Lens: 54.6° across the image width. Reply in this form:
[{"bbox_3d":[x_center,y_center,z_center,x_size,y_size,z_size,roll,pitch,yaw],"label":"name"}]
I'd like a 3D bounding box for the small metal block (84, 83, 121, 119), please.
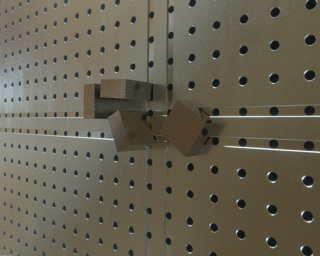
[{"bbox_3d":[-0.086,-0.038,0.466,0.025,0.050,0.050,1,91,40],"label":"small metal block"}]

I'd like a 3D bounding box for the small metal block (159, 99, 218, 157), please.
[{"bbox_3d":[0.034,0.000,0.382,0.050,0.025,0.050,43,116,31],"label":"small metal block"}]

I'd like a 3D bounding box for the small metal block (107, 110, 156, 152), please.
[{"bbox_3d":[-0.039,0.004,0.426,0.025,0.050,0.050,-30,71,36],"label":"small metal block"}]

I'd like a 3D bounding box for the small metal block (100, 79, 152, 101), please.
[{"bbox_3d":[-0.047,-0.053,0.433,0.050,0.050,0.025,7,95,40],"label":"small metal block"}]
